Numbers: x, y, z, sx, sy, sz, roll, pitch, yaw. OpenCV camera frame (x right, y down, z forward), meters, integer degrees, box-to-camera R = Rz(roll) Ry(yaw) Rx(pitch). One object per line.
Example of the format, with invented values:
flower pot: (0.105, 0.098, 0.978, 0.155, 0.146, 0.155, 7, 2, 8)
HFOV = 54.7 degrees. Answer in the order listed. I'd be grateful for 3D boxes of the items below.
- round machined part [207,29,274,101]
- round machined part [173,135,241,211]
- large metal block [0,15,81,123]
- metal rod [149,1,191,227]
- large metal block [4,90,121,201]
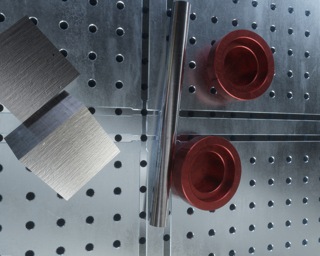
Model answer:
round machined part: (0.111, -0.087, 0.444, 0.099, 0.042, 0.097, 0, 90, -20)
round machined part: (0.059, 0.058, 0.420, 0.099, 0.042, 0.097, -1, 92, -29)
large metal block: (-0.149, -0.061, 0.344, 0.080, 0.050, 0.080, -45, 104, -14)
metal rod: (0.014, -0.020, 0.417, 0.025, 0.025, 0.298, 7, 88, -20)
large metal block: (-0.104, 0.019, 0.343, 0.080, 0.050, 0.080, -43, 135, -15)
